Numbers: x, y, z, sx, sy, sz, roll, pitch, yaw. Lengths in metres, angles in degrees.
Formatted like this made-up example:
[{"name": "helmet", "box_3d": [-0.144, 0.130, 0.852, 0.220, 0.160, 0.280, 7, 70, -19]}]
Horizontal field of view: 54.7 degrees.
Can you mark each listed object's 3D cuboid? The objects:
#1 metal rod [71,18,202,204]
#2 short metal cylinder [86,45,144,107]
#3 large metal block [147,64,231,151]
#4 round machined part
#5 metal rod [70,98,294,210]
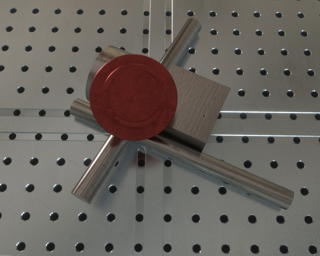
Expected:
[{"name": "metal rod", "box_3d": [-0.018, -0.039, 0.405, 0.025, 0.025, 0.300, 27, 64, 9]}, {"name": "short metal cylinder", "box_3d": [-0.053, -0.060, 0.403, 0.050, 0.080, 0.080, 24, 72, 8]}, {"name": "large metal block", "box_3d": [0.035, -0.024, 0.404, 0.080, 0.050, 0.080, 24, 72, 8]}, {"name": "round machined part", "box_3d": [-0.029, -0.034, 0.345, 0.099, 0.042, 0.097, 0, 90, -7]}, {"name": "metal rod", "box_3d": [0.022, 0.030, 0.400, 0.301, 0.025, 0.025, 23, 72, 8]}]
